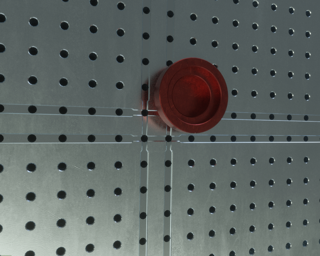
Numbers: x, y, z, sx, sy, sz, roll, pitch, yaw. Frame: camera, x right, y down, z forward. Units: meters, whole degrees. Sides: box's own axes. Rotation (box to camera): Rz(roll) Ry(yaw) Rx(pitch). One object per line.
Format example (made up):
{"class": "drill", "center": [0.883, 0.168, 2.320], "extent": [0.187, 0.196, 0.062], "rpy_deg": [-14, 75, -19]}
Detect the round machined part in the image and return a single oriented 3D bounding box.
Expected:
{"class": "round machined part", "center": [0.038, -0.042, 0.417], "extent": [0.099, 0.042, 0.097], "rpy_deg": [0, 90, -20]}
